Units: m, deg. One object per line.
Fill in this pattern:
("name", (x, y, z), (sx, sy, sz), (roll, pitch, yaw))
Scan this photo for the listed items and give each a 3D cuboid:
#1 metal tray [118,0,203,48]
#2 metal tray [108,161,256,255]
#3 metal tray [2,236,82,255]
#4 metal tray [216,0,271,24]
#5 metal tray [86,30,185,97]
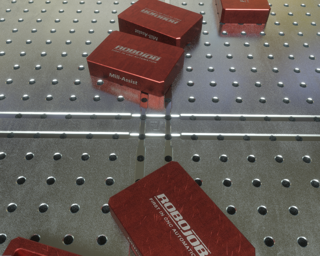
("metal tray", (0.001, -0.192, 0.566), (0.130, 0.030, 0.090), (26, 55, 20))
("metal tray", (0.018, 0.105, 0.317), (0.091, 0.030, 0.130), (-28, 56, -22))
("metal tray", (-0.090, 0.159, 0.269), (0.131, 0.030, 0.090), (12, 51, 10))
("metal tray", (0.162, -0.259, 0.624), (0.091, 0.030, 0.130), (1, 50, 0))
("metal tray", (-0.037, -0.106, 0.493), (0.130, 0.030, 0.090), (19, 52, 15))
